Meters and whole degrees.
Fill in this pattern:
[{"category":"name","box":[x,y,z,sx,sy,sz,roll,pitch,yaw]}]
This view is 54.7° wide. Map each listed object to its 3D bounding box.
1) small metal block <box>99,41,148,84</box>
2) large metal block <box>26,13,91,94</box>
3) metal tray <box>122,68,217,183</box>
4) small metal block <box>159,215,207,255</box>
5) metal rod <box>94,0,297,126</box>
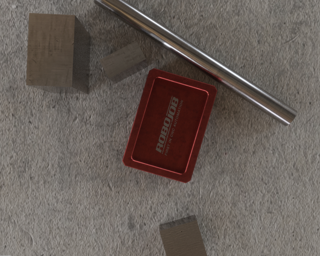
[{"category":"small metal block","box":[-0.045,-0.082,0.397,0.050,0.050,0.025,-28,90,0]},{"category":"large metal block","box":[-0.121,-0.086,0.381,0.050,0.080,0.079,2,90,0]},{"category":"metal tray","box":[0.013,-0.003,0.407,0.090,0.030,0.129,17,90,-1]},{"category":"small metal block","box":[0.030,0.149,0.411,0.050,0.025,0.050,-16,90,-1]},{"category":"metal rod","box":[0.047,-0.094,0.410,0.301,0.025,0.025,33,90,-1]}]
